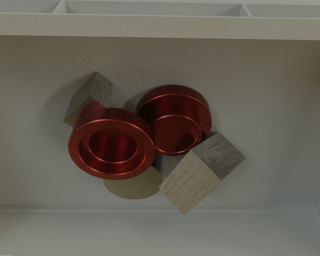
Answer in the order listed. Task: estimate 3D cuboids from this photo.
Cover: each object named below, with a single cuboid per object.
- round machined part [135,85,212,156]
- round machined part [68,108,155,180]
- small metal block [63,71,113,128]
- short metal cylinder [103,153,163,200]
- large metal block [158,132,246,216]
[{"bbox_3d":[0.017,-0.002,0.392,0.099,0.042,0.097,-1,130,0],"label":"round machined part"},{"bbox_3d":[-0.055,0.015,0.369,0.099,0.042,0.097,-1,130,0],"label":"round machined part"},{"bbox_3d":[-0.083,-0.030,0.363,0.025,0.050,0.050,37,121,-27],"label":"small metal block"},{"bbox_3d":[-0.036,0.057,0.438,0.081,0.050,0.079,0,130,0],"label":"short metal cylinder"},{"bbox_3d":[0.057,0.060,0.414,0.050,0.081,0.080,46,125,15],"label":"large metal block"}]
